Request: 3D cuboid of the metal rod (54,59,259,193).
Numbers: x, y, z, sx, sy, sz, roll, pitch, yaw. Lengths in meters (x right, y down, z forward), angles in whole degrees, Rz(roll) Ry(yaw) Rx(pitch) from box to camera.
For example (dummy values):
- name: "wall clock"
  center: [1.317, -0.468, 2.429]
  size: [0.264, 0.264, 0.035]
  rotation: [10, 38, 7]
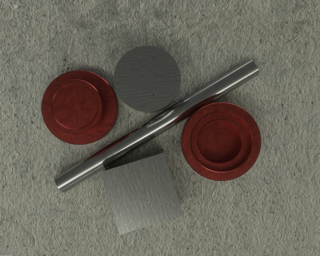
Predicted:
- name: "metal rod"
  center: [-0.004, -0.003, 0.412]
  size: [0.301, 0.025, 0.025]
  rotation: [-31, 90, 0]

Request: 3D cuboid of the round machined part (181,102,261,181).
- name: "round machined part"
  center: [0.076, 0.017, 0.403]
  size: [0.099, 0.042, 0.097]
  rotation: [0, 90, 0]

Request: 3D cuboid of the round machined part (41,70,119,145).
- name: "round machined part"
  center: [-0.105, -0.027, 0.401]
  size: [0.099, 0.042, 0.097]
  rotation: [0, 90, 0]

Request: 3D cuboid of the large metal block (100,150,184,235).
- name: "large metal block"
  center: [-0.022, 0.079, 0.399]
  size: [0.080, 0.050, 0.080]
  rotation: [-17, 90, 0]

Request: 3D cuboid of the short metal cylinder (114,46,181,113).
- name: "short metal cylinder"
  center: [-0.015, -0.060, 0.398]
  size: [0.081, 0.050, 0.079]
  rotation: [0, 90, 0]
